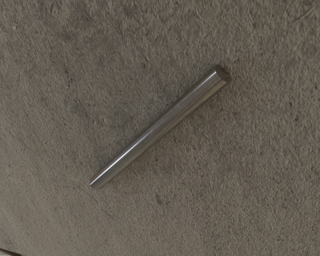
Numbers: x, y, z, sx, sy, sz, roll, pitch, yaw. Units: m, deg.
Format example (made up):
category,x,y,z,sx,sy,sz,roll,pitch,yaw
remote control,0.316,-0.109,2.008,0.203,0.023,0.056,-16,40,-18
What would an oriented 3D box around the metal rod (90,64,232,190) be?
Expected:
category,x,y,z,sx,sy,sz,roll,pitch,yaw
metal rod,-0.019,0.017,0.430,0.025,0.025,0.299,46,129,-4
